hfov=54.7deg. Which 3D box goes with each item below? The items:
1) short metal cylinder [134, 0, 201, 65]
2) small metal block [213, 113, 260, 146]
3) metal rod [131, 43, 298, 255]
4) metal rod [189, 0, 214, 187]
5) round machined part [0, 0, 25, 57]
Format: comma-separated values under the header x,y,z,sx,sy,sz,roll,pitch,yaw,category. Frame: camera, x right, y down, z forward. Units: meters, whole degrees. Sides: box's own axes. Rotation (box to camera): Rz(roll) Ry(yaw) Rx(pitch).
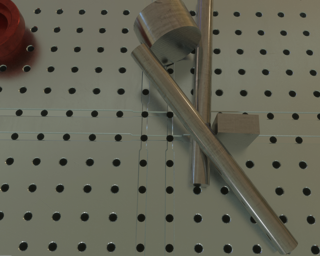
x,y,z,sx,sy,sz,roll,pitch,yaw,category
0.010,-0.132,0.431,0.080,0.080,0.050,-22,72,-8,short metal cylinder
0.095,0.003,0.398,0.050,0.050,0.025,2,70,1,small metal block
0.062,0.020,0.378,0.025,0.025,0.299,-35,84,-12,metal rod
0.060,-0.069,0.437,0.025,0.025,0.299,4,70,1,metal rod
-0.247,-0.142,0.453,0.099,0.042,0.098,0,70,0,round machined part
